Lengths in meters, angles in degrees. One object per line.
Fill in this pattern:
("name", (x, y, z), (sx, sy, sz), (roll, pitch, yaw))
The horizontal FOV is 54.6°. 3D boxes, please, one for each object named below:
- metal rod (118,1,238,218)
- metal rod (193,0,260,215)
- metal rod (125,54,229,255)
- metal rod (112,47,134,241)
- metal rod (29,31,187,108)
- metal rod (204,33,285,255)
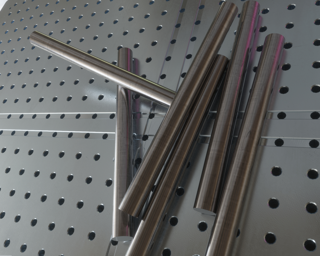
("metal rod", (0.030, -0.034, 0.385), (0.025, 0.025, 0.300), (16, 72, 34))
("metal rod", (0.089, -0.043, 0.387), (0.025, 0.025, 0.300), (4, 63, 30))
("metal rod", (0.023, 0.037, 0.374), (0.025, 0.025, 0.300), (12, 68, 33))
("metal rod", (-0.050, 0.001, 0.435), (0.025, 0.025, 0.300), (-16, 55, 19))
("metal rod", (-0.088, -0.090, 0.468), (0.300, 0.025, 0.025), (27, 76, 23))
("metal rod", (0.098, 0.017, 0.346), (0.025, 0.025, 0.300), (8, 65, 31))
